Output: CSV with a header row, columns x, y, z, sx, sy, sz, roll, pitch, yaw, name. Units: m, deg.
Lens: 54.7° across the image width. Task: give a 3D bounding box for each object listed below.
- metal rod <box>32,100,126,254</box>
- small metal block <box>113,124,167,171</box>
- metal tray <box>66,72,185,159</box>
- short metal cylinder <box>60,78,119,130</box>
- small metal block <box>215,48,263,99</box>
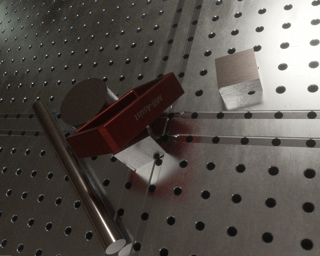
x,y,z,sx,sy,sz,roll,pitch,yaw,name
-0.129,0.048,0.444,0.025,0.025,0.300,-42,51,-1,metal rod
-0.027,0.023,0.391,0.050,0.050,0.025,-29,52,9,small metal block
-0.040,-0.016,0.378,0.090,0.030,0.131,-13,24,49,metal tray
-0.098,-0.027,0.458,0.080,0.050,0.080,-13,56,20,short metal cylinder
0.100,-0.069,0.398,0.050,0.025,0.050,-13,56,21,small metal block
